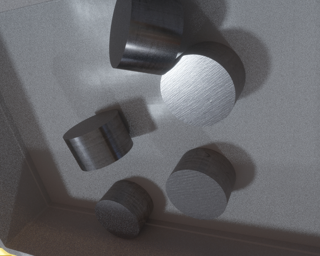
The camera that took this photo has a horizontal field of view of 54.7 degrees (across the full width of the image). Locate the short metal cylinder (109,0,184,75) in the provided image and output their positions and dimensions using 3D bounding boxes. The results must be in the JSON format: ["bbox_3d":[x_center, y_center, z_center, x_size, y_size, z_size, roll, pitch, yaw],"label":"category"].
[{"bbox_3d":[-0.017,-0.097,0.312,0.050,0.080,0.079,5,131,-22],"label":"short metal cylinder"}]

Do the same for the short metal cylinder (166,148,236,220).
[{"bbox_3d":[0.054,0.073,0.408,0.080,0.050,0.079,13,124,20],"label":"short metal cylinder"}]

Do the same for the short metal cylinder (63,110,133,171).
[{"bbox_3d":[-0.084,0.016,0.425,0.080,0.080,0.050,-11,113,32],"label":"short metal cylinder"}]

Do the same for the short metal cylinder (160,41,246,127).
[{"bbox_3d":[0.047,-0.048,0.337,0.080,0.050,0.079,13,124,20],"label":"short metal cylinder"}]

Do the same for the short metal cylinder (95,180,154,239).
[{"bbox_3d":[-0.057,0.132,0.502,0.080,0.050,0.079,13,124,20],"label":"short metal cylinder"}]
